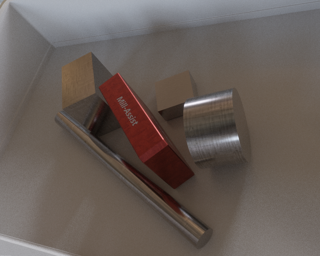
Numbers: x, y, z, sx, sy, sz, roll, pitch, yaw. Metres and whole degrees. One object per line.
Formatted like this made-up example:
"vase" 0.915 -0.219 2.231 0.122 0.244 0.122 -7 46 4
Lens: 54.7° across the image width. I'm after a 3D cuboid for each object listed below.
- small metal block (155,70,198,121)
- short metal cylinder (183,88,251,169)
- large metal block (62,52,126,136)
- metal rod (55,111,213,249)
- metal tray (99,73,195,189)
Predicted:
"small metal block" 0.023 -0.044 0.416 0.050 0.025 0.050 -18 55 17
"short metal cylinder" 0.063 0.001 0.334 0.050 0.080 0.080 -11 57 23
"large metal block" -0.094 -0.047 0.444 0.050 0.080 0.080 -24 53 14
"metal rod" -0.055 0.048 0.402 0.300 0.025 0.025 32 80 37
"metal tray" -0.017 0.002 0.367 0.030 0.090 0.130 -37 51 3
